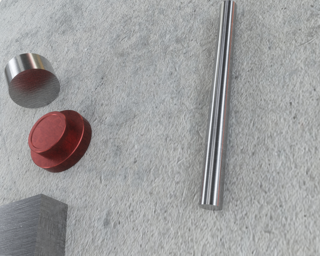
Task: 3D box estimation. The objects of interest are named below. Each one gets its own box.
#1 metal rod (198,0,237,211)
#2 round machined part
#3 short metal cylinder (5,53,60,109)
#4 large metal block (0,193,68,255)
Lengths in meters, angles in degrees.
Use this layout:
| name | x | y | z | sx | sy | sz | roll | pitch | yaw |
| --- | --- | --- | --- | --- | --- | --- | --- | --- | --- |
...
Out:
| name | x | y | z | sx | sy | sz | roll | pitch | yaw |
| --- | --- | --- | --- | --- | --- | --- | --- | --- | --- |
| metal rod | 0.077 | -0.048 | 0.391 | 0.025 | 0.025 | 0.299 | -4 | 60 | 26 |
| round machined part | -0.156 | 0.014 | 0.464 | 0.098 | 0.042 | 0.098 | -13 | 56 | 20 |
| short metal cylinder | -0.218 | -0.080 | 0.529 | 0.080 | 0.080 | 0.050 | -37 | 51 | 3 |
| large metal block | -0.168 | 0.137 | 0.389 | 0.080 | 0.050 | 0.080 | -19 | 55 | 17 |
